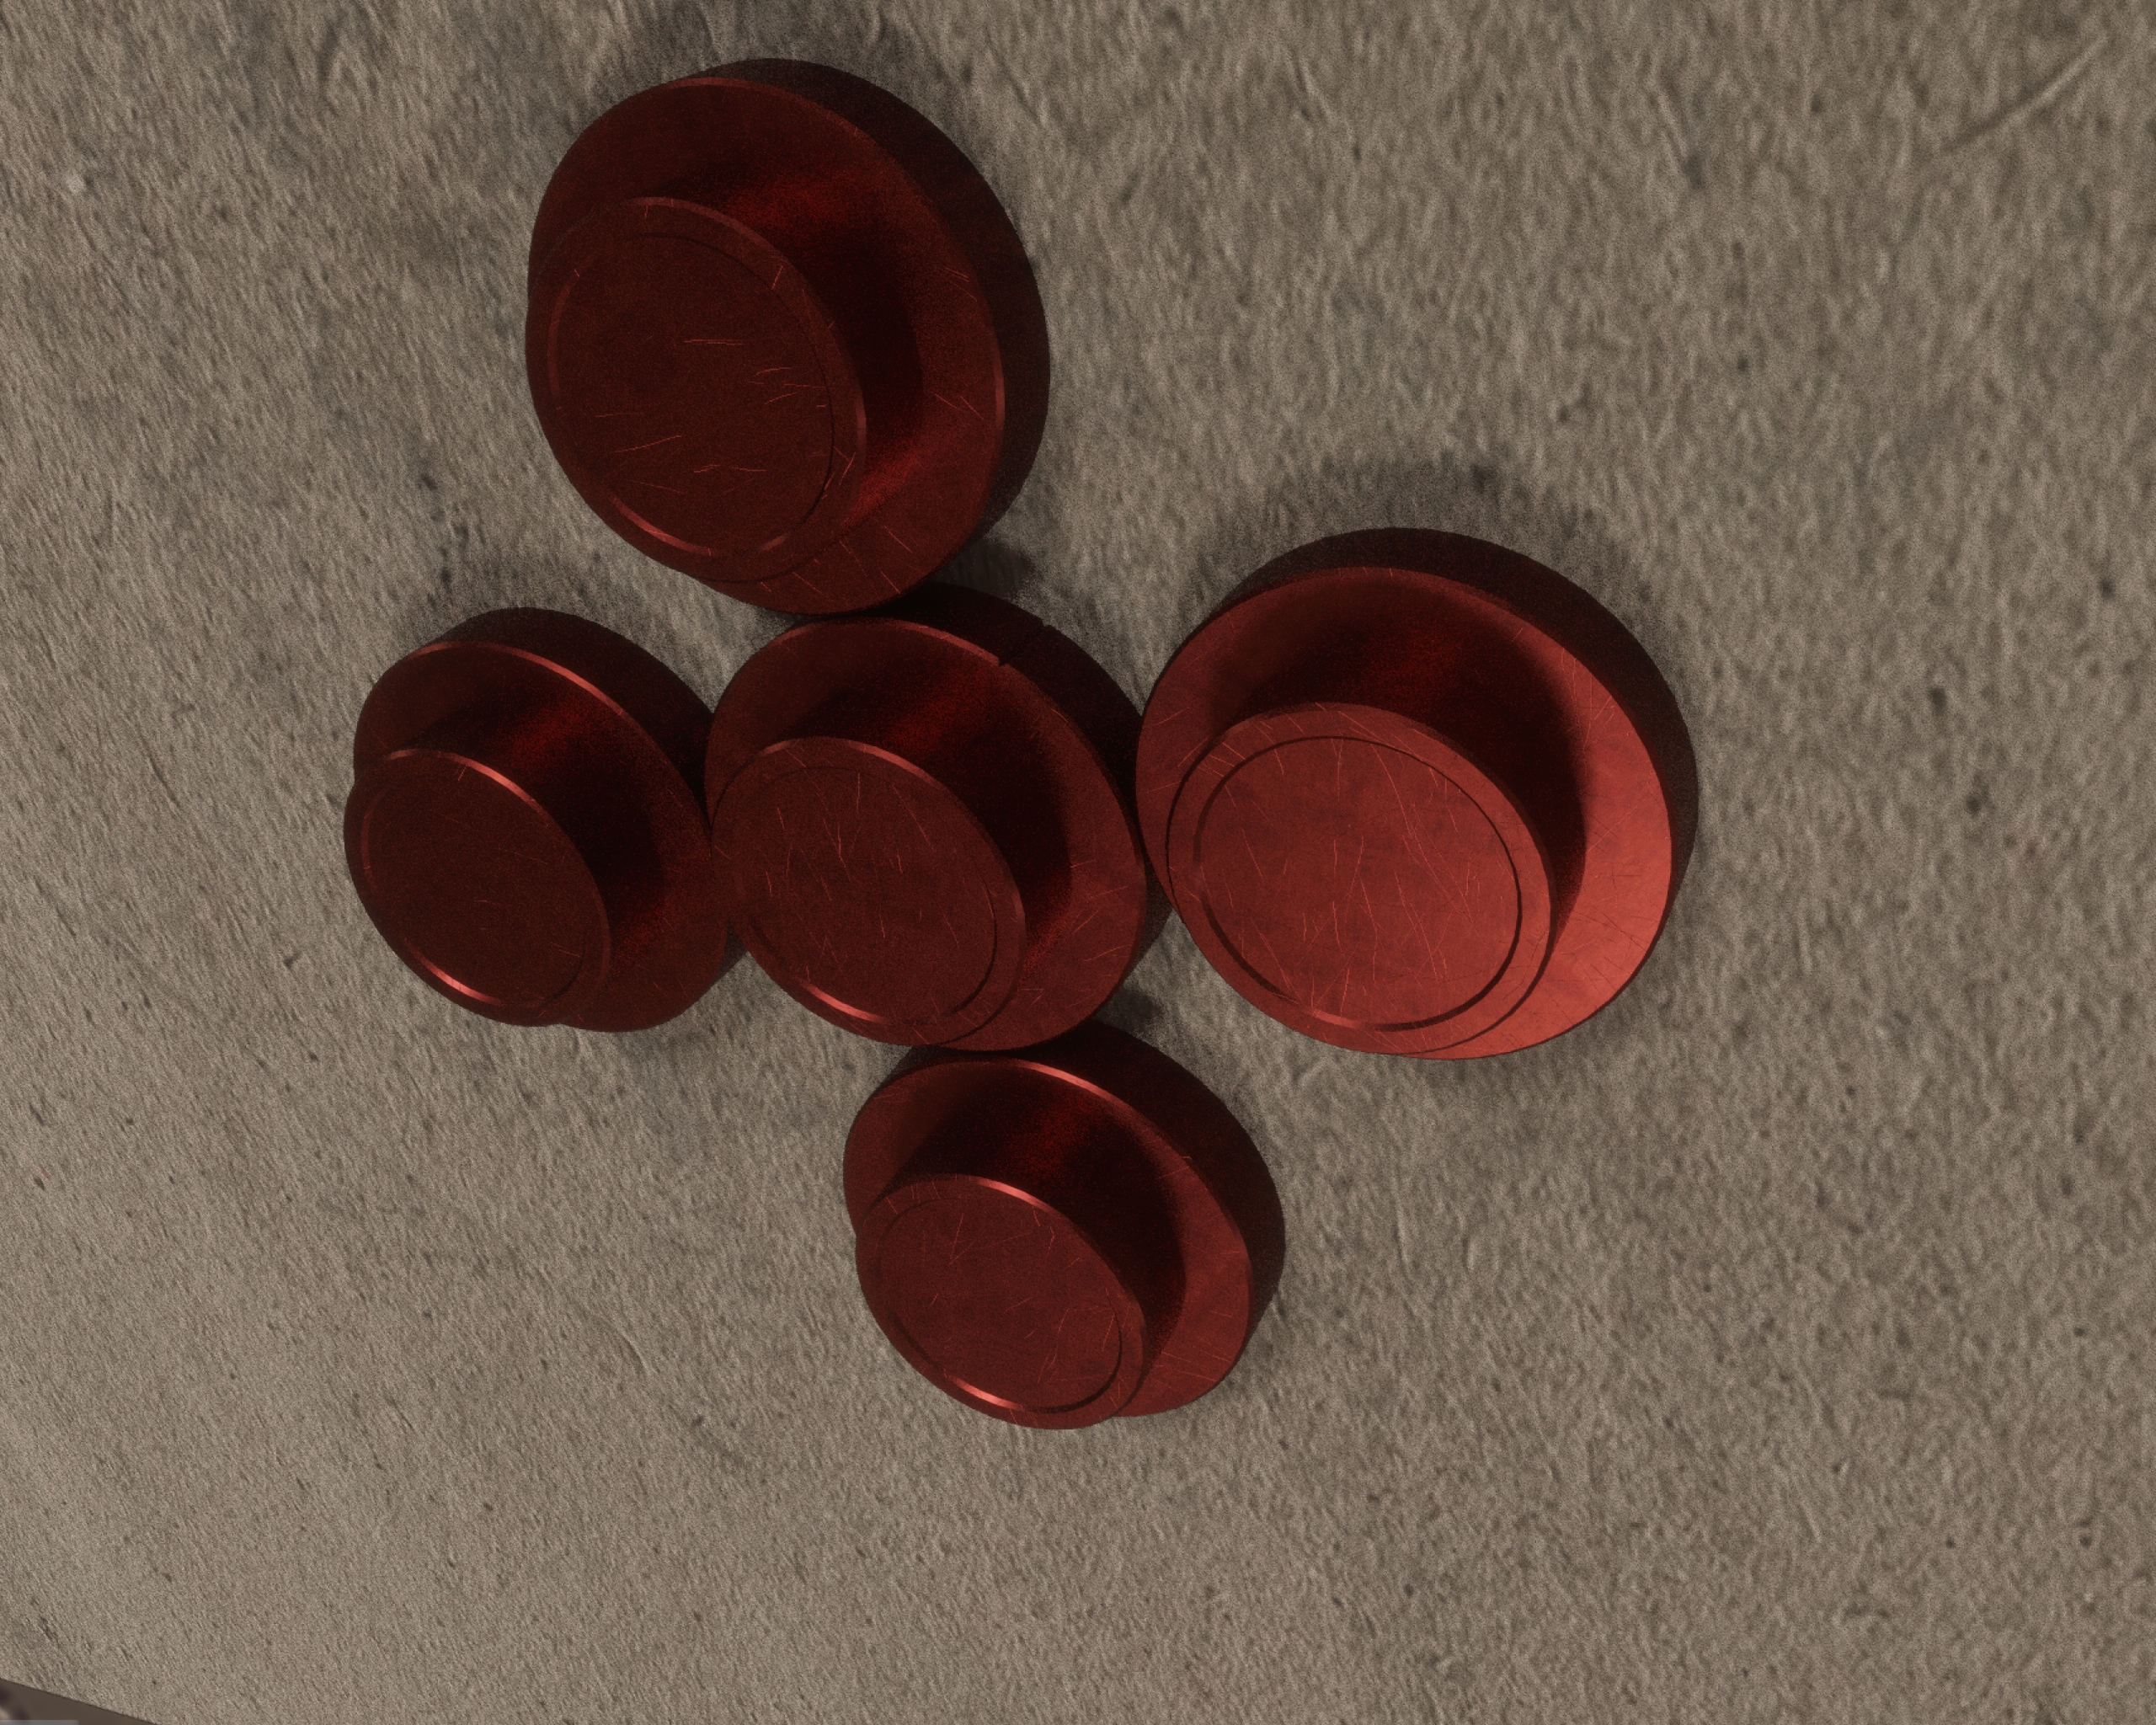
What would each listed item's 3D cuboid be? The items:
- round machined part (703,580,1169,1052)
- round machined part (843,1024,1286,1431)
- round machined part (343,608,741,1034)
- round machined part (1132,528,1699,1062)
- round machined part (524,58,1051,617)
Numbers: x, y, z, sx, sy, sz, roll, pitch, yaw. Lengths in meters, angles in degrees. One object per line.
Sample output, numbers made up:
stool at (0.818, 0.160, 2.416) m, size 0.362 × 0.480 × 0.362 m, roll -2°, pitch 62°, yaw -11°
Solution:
round machined part at (-0.032, -0.003, 0.411) m, size 0.098 × 0.042 × 0.097 m, roll 13°, pitch 124°, yaw 20°
round machined part at (-0.008, 0.083, 0.451) m, size 0.098 × 0.042 × 0.097 m, roll 13°, pitch 124°, yaw 20°
round machined part at (-0.119, -0.003, 0.456) m, size 0.098 × 0.042 × 0.097 m, roll 13°, pitch 124°, yaw 20°
round machined part at (0.054, -0.005, 0.365) m, size 0.098 × 0.042 × 0.097 m, roll 13°, pitch 124°, yaw 20°
round machined part at (-0.058, -0.089, 0.372) m, size 0.098 × 0.042 × 0.097 m, roll 13°, pitch 124°, yaw 20°
